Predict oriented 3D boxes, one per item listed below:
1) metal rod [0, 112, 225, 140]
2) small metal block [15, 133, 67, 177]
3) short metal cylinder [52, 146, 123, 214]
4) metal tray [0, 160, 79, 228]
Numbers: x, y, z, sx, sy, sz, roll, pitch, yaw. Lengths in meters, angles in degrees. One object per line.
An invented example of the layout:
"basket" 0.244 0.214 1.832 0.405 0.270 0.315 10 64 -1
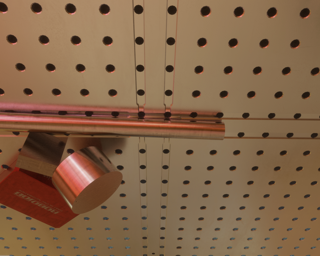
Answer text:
"metal rod" -0.066 -0.002 0.408 0.302 0.025 0.025 2 130 -3
"small metal block" -0.160 0.034 0.422 0.050 0.050 0.025 21 127 -17
"short metal cylinder" -0.099 0.072 0.428 0.080 0.050 0.080 -36 154 -21
"metal tray" -0.190 0.107 0.497 0.090 0.030 0.130 -37 122 27
